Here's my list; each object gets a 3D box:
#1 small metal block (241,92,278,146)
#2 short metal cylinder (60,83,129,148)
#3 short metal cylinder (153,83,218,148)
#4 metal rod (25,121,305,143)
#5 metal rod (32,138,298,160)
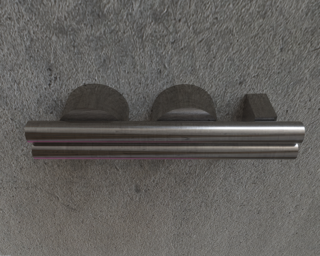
[{"bbox_3d":[0.121,-0.010,0.387,0.025,0.050,0.050,-1,130,1],"label":"small metal block"},{"bbox_3d":[-0.080,-0.008,0.384,0.081,0.050,0.079,0,130,0],"label":"short metal cylinder"},{"bbox_3d":[0.030,-0.008,0.386,0.081,0.050,0.079,0,130,0],"label":"short metal cylinder"},{"bbox_3d":[0.006,0.004,0.346,0.302,0.025,0.025,0,130,-1],"label":"metal rod"},{"bbox_3d":[0.006,0.024,0.363,0.302,0.025,0.025,0,130,-1],"label":"metal rod"}]
